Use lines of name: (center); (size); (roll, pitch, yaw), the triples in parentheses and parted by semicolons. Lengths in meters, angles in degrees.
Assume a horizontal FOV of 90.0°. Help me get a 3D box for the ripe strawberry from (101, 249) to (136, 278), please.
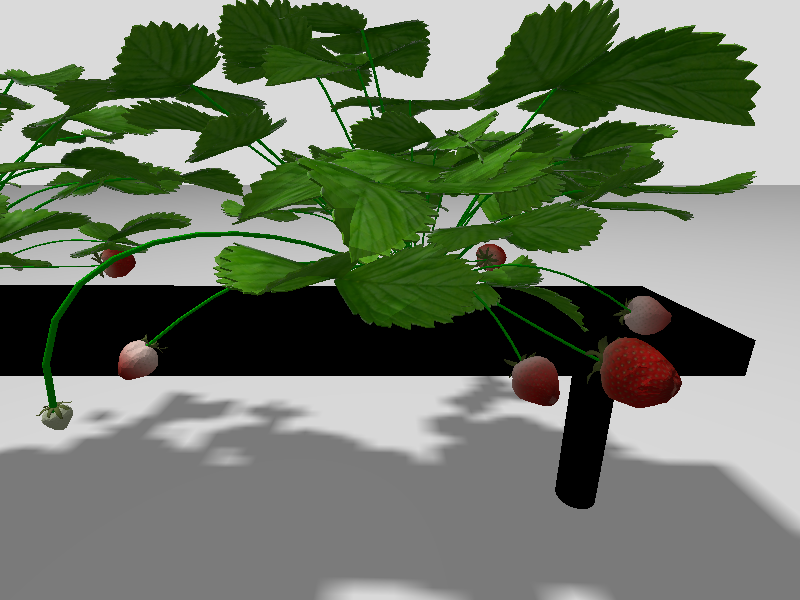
ripe strawberry: (-0.324, -0.043, 0.462); (0.033, 0.035, 0.031); (-15, 23, -41)

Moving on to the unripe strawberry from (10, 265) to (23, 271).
unripe strawberry: (-0.476, -0.042, 0.498); (0.013, 0.014, 0.013); (-5, 37, -16)

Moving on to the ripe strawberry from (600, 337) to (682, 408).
ripe strawberry: (0.122, 0.039, 0.205); (0.032, 0.037, 0.035); (-11, 22, -31)

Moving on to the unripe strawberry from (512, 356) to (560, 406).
unripe strawberry: (0.073, 0.044, 0.211); (0.024, 0.026, 0.027); (-6, 33, -18)

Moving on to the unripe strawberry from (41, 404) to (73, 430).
unripe strawberry: (-0.152, 0.053, 0.178); (0.010, 0.011, 0.011); (15, 23, 38)

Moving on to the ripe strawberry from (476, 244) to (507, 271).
ripe strawberry: (0.114, -0.053, 0.494); (0.037, 0.033, 0.034); (12, 21, 34)

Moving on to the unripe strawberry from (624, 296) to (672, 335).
unripe strawberry: (0.189, 0.012, 0.305); (0.030, 0.029, 0.028); (13, 21, 17)

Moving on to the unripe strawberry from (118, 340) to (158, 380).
unripe strawberry: (-0.157, 0.037, 0.239); (0.023, 0.023, 0.020); (22, -20, 49)
